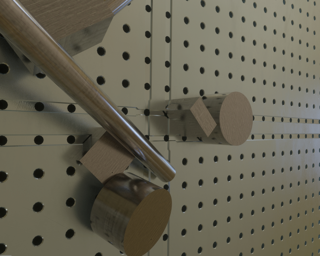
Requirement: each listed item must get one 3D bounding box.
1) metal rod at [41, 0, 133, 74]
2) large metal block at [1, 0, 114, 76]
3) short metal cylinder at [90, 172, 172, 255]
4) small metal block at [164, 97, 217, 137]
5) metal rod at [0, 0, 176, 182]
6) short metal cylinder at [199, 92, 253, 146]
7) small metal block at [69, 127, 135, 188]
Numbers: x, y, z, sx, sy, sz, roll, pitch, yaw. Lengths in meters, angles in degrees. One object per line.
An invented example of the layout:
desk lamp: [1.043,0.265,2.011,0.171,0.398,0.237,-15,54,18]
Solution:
metal rod: [-0.039,-0.167,0.375,0.301,0.025,0.025,-51,120,-28]
large metal block: [-0.104,-0.108,0.285,0.080,0.050,0.080,-37,92,-29]
short metal cylinder: [-0.031,0.097,0.351,0.081,0.050,0.079,-29,129,-44]
small metal block: [0.042,-0.014,0.428,0.025,0.050,0.050,-51,120,-28]
metal rod: [-0.052,-0.014,0.305,0.025,0.025,0.300,-64,144,-20]
short metal cylinder: [0.097,-0.014,0.474,0.081,0.050,0.080,0,90,-40]
small metal block: [-0.065,0.034,0.355,0.050,0.025,0.050,-52,121,-27]
